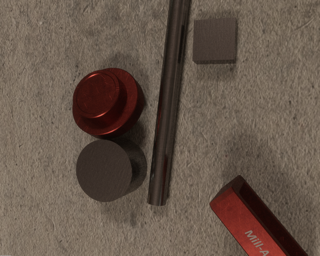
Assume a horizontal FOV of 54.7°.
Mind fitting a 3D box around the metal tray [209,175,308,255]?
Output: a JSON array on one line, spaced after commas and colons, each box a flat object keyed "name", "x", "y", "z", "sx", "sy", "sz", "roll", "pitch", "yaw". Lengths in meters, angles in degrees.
[{"name": "metal tray", "x": 0.113, "y": 0.116, "z": 0.334, "sx": 0.030, "sy": 0.090, "sz": 0.130, "roll": -42, "pitch": 77, "yaw": 15}]

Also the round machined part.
[{"name": "round machined part", "x": -0.074, "y": -0.037, "z": 0.409, "sx": 0.098, "sy": 0.042, "sz": 0.098, "roll": -7, "pitch": 68, "yaw": 18}]

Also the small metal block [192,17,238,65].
[{"name": "small metal block", "x": 0.069, "y": -0.107, "z": 0.384, "sx": 0.050, "sy": 0.025, "sz": 0.050, "roll": 3, "pitch": 91, "yaw": 19}]

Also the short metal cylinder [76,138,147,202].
[{"name": "short metal cylinder", "x": -0.064, "y": 0.054, "z": 0.417, "sx": 0.080, "sy": 0.050, "sz": 0.079, "roll": 0, "pitch": 90, "yaw": 19}]

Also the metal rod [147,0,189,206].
[{"name": "metal rod", "x": 0.012, "y": -0.049, "z": 0.403, "sx": 0.025, "sy": 0.025, "sz": 0.298, "roll": 7, "pitch": 92, "yaw": 19}]
